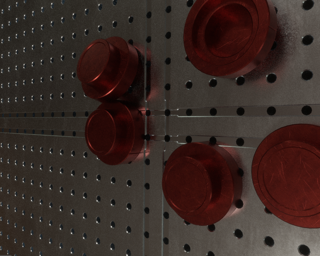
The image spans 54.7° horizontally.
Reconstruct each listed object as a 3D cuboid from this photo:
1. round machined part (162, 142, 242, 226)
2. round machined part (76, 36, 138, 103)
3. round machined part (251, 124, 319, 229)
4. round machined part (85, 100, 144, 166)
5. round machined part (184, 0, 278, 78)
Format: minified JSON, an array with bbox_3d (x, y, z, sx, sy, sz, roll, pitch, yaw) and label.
[{"bbox_3d":[0.041,0.066,0.363,0.098,0.042,0.097,0,90,39],"label":"round machined part"},{"bbox_3d":[-0.082,-0.089,0.447,0.098,0.042,0.098,-14,65,34],"label":"round machined part"},{"bbox_3d":[0.132,0.045,0.289,0.098,0.042,0.097,0,90,39],"label":"round machined part"},{"bbox_3d":[-0.073,0.007,0.456,0.098,0.042,0.097,0,89,39],"label":"round machined part"},{"bbox_3d":[0.077,-0.102,0.333,0.098,0.042,0.097,0,90,39],"label":"round machined part"}]
